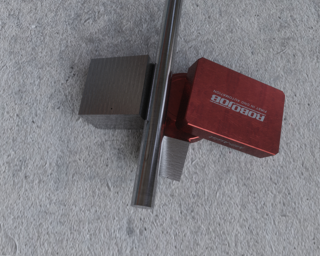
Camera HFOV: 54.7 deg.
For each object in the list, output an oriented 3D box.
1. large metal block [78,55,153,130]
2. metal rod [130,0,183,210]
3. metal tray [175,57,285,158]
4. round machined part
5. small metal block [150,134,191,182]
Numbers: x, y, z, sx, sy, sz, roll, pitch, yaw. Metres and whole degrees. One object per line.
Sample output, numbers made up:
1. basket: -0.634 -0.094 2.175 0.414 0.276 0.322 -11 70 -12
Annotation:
1. large metal block: -0.049 -0.044 0.400 0.080 0.050 0.080 0 69 19
2. metal rod: 0.001 -0.053 0.384 0.025 0.025 0.299 7 68 2
3. metal tray: 0.092 -0.023 0.392 0.131 0.030 0.090 19 71 -15
4. round machined part: 0.032 -0.031 0.412 0.099 0.042 0.098 0 70 0
5. small metal block: 0.007 0.034 0.387 0.050 0.025 0.050 15 96 6
